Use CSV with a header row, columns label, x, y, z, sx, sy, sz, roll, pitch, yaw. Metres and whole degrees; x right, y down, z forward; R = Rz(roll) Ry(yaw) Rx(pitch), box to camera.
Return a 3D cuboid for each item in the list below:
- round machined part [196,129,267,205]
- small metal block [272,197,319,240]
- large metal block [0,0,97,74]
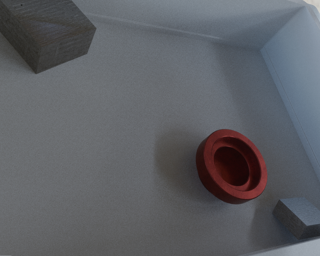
label,x,y,z,sx,sy,sz,roll,pitch,yaw
round machined part,0.090,0.054,0.412,0.099,0.042,0.098,14,56,-21
small metal block,0.193,0.122,0.423,0.050,0.025,0.050,2,28,-28
large metal block,-0.143,-0.126,0.390,0.080,0.050,0.081,49,51,6
